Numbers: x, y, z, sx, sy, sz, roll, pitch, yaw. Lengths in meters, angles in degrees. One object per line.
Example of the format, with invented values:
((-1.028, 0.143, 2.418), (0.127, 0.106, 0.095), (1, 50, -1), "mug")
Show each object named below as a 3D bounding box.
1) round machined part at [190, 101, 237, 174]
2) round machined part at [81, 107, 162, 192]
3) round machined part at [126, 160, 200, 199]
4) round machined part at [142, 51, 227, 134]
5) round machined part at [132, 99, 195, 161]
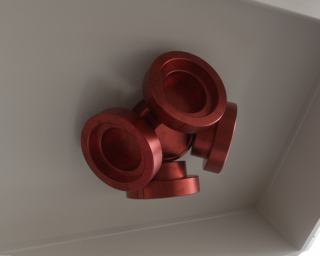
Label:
((0.069, 0.009, 0.418), (0.042, 0.098, 0.097), (14, 116, 5), "round machined part")
((-0.041, 0.022, 0.364), (0.042, 0.098, 0.097), (-39, 144, -54), "round machined part")
((0.002, 0.067, 0.416), (0.099, 0.098, 0.042), (-2, 83, -28), "round machined part")
((0.025, -0.038, 0.363), (0.099, 0.098, 0.042), (-4, 158, -27), "round machined part")
((0.007, 0.006, 0.404), (0.099, 0.042, 0.097), (-14, 125, -21), "round machined part")
